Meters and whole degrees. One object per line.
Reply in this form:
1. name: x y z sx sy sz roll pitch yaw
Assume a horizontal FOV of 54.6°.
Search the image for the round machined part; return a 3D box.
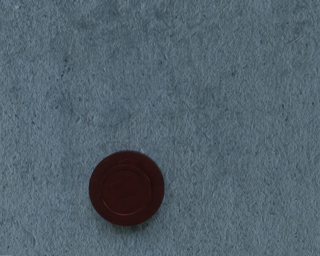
1. round machined part: -0.043 0.079 0.401 0.099 0.042 0.097 0 90 0
